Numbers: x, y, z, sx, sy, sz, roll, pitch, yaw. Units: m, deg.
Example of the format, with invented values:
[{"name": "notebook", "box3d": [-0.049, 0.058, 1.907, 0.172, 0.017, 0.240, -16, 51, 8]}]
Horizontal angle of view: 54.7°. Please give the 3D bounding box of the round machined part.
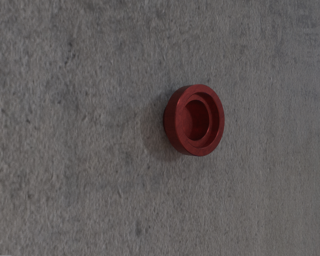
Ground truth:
[{"name": "round machined part", "box3d": [0.043, -0.010, 0.432, 0.099, 0.042, 0.097, 0, 90, -40]}]
